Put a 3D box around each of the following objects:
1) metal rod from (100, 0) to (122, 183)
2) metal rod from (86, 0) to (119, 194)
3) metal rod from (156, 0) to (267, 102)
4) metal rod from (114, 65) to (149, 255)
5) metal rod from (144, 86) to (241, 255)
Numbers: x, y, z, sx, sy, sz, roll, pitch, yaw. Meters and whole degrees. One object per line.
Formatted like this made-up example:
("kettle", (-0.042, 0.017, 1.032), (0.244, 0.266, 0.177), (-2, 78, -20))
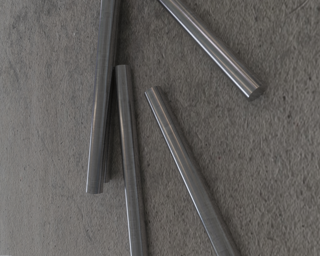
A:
("metal rod", (-0.079, -0.066, 0.470), (0.025, 0.025, 0.298), (7, 95, 40))
("metal rod", (-0.082, -0.055, 0.444), (0.025, 0.025, 0.298), (9, 95, 39))
("metal rod", (0.023, -0.147, 0.385), (0.025, 0.025, 0.299), (-50, 61, 28))
("metal rod", (-0.040, 0.060, 0.438), (0.025, 0.025, 0.298), (-10, 84, 39))
("metal rod", (0.048, 0.081, 0.364), (0.025, 0.025, 0.299), (-37, 67, 34))
